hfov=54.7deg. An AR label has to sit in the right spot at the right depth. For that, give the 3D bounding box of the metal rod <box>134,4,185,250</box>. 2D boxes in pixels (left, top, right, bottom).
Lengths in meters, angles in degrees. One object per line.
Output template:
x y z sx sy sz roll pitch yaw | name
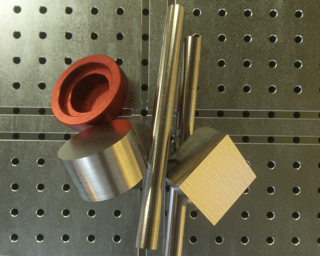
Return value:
0.003 -0.016 0.370 0.025 0.025 0.299 7 73 0 | metal rod

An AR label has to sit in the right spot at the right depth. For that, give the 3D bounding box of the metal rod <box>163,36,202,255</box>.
0.030 0.030 0.413 0.025 0.025 0.298 5 90 0 | metal rod

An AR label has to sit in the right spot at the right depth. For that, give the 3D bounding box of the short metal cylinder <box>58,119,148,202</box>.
-0.059 0.032 0.329 0.080 0.080 0.050 -20 112 0 | short metal cylinder

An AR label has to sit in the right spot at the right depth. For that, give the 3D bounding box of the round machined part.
-0.083 -0.040 0.389 0.098 0.042 0.098 -10 63 20 | round machined part

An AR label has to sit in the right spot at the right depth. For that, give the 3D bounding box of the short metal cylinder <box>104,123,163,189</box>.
-0.032 0.034 0.400 0.081 0.050 0.080 0 90 0 | short metal cylinder

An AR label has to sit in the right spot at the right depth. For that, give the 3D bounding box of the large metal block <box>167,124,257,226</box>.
0.058 0.056 0.378 0.080 0.050 0.080 -46 120 -11 | large metal block
